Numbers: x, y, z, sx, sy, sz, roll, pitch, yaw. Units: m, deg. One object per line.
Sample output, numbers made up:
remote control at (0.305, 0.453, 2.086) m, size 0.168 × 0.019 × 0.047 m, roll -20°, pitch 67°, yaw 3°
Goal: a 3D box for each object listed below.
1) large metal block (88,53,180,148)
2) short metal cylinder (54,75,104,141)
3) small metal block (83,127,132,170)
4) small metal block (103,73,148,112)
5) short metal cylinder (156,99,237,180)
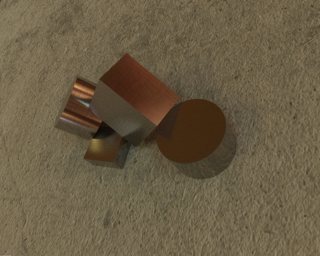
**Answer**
large metal block at (-0.035, -0.030, 0.382) m, size 0.080 × 0.080 × 0.050 m, roll 39°, pitch 60°, yaw -3°
short metal cylinder at (-0.110, -0.028, 0.439) m, size 0.080 × 0.050 × 0.080 m, roll -49°, pitch 27°, yaw 37°
small metal block at (-0.069, 0.026, 0.423) m, size 0.050 × 0.025 × 0.050 m, roll 3°, pitch 63°, yaw 29°
small metal block at (-0.050, -0.052, 0.462) m, size 0.050 × 0.025 × 0.050 m, roll -1°, pitch 61°, yaw 27°
short metal cylinder at (0.043, 0.013, 0.358) m, size 0.080 × 0.050 × 0.080 m, roll -13°, pitch 56°, yaw 20°
